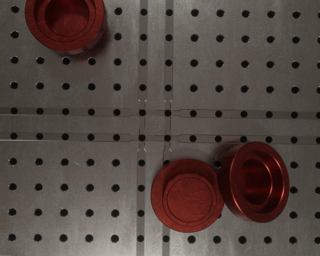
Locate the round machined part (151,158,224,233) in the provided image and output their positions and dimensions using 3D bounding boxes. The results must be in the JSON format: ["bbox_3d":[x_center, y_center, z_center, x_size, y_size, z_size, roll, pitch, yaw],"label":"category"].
[{"bbox_3d":[0.037,0.089,0.405,0.099,0.042,0.097,0,90,-1],"label":"round machined part"}]

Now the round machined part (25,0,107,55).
[{"bbox_3d":[-0.118,-0.144,0.403,0.099,0.042,0.097,0,90,-1],"label":"round machined part"}]

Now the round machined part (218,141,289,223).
[{"bbox_3d":[0.113,0.068,0.393,0.099,0.042,0.098,6,77,-27],"label":"round machined part"}]
